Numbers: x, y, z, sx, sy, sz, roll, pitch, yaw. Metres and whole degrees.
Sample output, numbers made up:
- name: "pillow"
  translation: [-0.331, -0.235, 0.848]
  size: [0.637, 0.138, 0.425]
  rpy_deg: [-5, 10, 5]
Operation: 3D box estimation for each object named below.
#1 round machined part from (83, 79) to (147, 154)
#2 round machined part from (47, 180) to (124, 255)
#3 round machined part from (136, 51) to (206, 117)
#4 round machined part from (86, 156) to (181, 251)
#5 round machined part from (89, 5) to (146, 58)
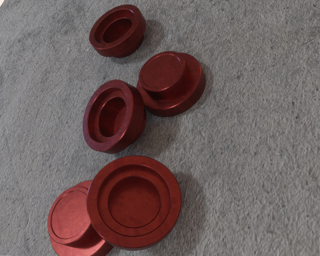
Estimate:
- name: "round machined part"
  translation: [-0.057, -0.012, 0.419]
  size: [0.098, 0.042, 0.098]
  rpy_deg: [-15, 66, 37]
- name: "round machined part"
  translation: [-0.095, 0.109, 0.376]
  size: [0.098, 0.042, 0.098]
  rpy_deg: [-13, 56, 21]
- name: "round machined part"
  translation: [0.010, -0.067, 0.429]
  size: [0.098, 0.042, 0.098]
  rpy_deg: [-13, 56, 21]
- name: "round machined part"
  translation: [-0.027, 0.083, 0.340]
  size: [0.099, 0.042, 0.098]
  rpy_deg: [2, 61, -3]
- name: "round machined part"
  translation: [-0.067, -0.158, 0.526]
  size: [0.098, 0.042, 0.098]
  rpy_deg: [-13, 56, 21]
